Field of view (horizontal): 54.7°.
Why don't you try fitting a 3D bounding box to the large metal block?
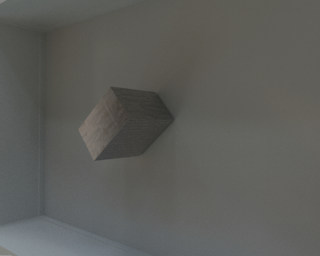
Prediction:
[{"bbox_3d":[-0.044,-0.004,0.401,0.080,0.081,0.050,-47,62,29],"label":"large metal block"}]
